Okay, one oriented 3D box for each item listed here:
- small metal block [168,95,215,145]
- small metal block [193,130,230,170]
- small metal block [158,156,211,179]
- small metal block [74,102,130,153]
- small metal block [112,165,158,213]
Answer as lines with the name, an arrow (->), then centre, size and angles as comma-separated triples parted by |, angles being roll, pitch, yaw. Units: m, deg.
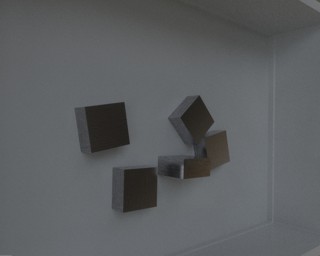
small metal block -> 0.046, -0.012, 0.448 | 0.050, 0.025, 0.050 | -49, 119, -29
small metal block -> 0.079, 0.033, 0.476 | 0.050, 0.025, 0.050 | -16, 100, -39
small metal block -> 0.032, 0.052, 0.420 | 0.050, 0.050, 0.025 | 2, 89, -40
small metal block -> -0.065, -0.002, 0.353 | 0.050, 0.025, 0.050 | -12, 98, -40
small metal block -> -0.031, 0.073, 0.383 | 0.050, 0.025, 0.050 | 2, 89, -40
